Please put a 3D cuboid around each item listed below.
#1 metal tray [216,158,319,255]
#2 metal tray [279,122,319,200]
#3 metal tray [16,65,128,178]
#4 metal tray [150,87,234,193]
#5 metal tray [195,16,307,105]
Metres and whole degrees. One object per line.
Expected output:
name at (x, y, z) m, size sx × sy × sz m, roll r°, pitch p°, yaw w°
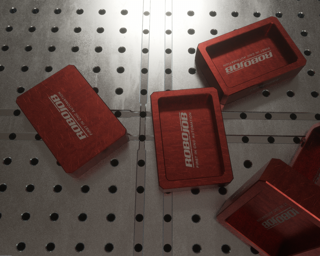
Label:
metal tray at (0.122, 0.093, 0.321) m, size 0.090 × 0.129 × 0.030 m, roll 36°, pitch 59°, yaw 12°
metal tray at (0.189, 0.044, 0.361) m, size 0.030 × 0.090 × 0.130 m, roll 35°, pitch 73°, yaw 2°
metal tray at (-0.116, -0.011, 0.412) m, size 0.090 × 0.030 × 0.130 m, roll -37°, pitch 74°, yaw -13°
metal tray at (0.038, 0.014, 0.404) m, size 0.091 × 0.030 × 0.129 m, roll -5°, pitch 70°, yaw -3°
metal tray at (0.128, -0.099, 0.446) m, size 0.131 × 0.030 × 0.090 m, roll -23°, pitch 72°, yaw -9°
